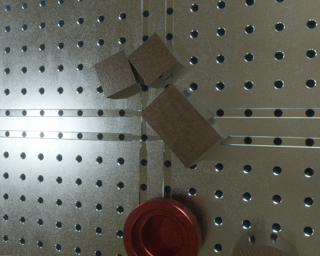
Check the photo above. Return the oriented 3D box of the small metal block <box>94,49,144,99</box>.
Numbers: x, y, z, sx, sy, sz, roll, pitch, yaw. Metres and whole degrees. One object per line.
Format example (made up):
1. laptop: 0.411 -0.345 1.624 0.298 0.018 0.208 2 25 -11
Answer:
1. small metal block: -0.057 -0.074 0.432 0.050 0.025 0.050 -23 83 18

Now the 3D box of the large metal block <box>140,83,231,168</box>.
1. large metal block: 0.034 -0.003 0.371 0.050 0.080 0.080 -44 77 14

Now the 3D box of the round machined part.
1. round machined part: 0.006 0.138 0.401 0.098 0.042 0.097 0 90 19

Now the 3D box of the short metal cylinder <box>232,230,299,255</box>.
1. short metal cylinder: 0.121 0.165 0.356 0.080 0.050 0.079 0 90 19

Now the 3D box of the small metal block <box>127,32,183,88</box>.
1. small metal block: -0.007 -0.089 0.414 0.050 0.025 0.050 -38 78 15
